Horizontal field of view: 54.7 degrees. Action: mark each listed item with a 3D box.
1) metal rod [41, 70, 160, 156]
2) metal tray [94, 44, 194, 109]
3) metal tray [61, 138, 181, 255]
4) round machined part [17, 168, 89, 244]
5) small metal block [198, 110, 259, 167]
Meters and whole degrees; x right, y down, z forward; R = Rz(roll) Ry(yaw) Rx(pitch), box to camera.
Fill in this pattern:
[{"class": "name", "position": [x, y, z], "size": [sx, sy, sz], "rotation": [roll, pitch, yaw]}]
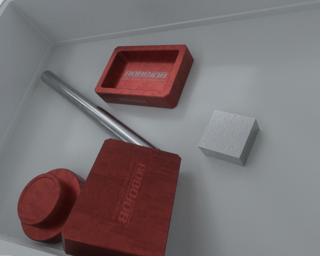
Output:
[{"class": "metal rod", "position": [-0.107, -0.029, 0.477], "size": [0.300, 0.025, 0.025], "rotation": [33, 80, 38]}, {"class": "metal tray", "position": [-0.025, -0.079, 0.462], "size": [0.130, 0.030, 0.090], "rotation": [8, 65, 31]}, {"class": "metal tray", "position": [-0.032, 0.072, 0.319], "size": [0.091, 0.030, 0.130], "rotation": [14, 40, 2]}, {"class": "round machined part", "position": [-0.146, 0.098, 0.409], "size": [0.098, 0.042, 0.098], "rotation": [-13, 56, 20]}, {"class": "small metal block", "position": [0.080, 0.011, 0.357], "size": [0.050, 0.025, 0.050], "rotation": [15, 69, 34]}]
